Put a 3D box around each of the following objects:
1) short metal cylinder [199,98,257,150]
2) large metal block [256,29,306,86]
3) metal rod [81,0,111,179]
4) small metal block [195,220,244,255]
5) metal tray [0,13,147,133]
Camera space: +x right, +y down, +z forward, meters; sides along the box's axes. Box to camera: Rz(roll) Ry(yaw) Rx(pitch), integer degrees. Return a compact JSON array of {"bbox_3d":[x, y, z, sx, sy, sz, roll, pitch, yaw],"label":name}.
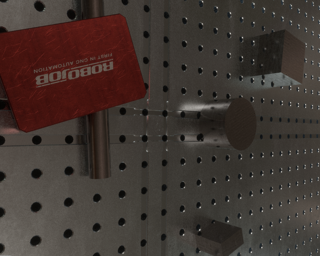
[{"bbox_3d":[0.107,-0.006,0.485,0.081,0.050,0.079,0,90,-40],"label":"short metal cylinder"},{"bbox_3d":[0.231,-0.130,0.590,0.081,0.050,0.080,13,82,-40],"label":"large metal block"},{"bbox_3d":[-0.074,-0.093,0.348,0.025,0.025,0.298,-4,93,-40],"label":"metal rod"},{"bbox_3d":[0.091,0.169,0.472,0.050,0.050,0.025,-18,102,-39],"label":"small metal block"},{"bbox_3d":[-0.087,-0.057,0.311,0.131,0.030,0.089,-20,99,-25],"label":"metal tray"}]
